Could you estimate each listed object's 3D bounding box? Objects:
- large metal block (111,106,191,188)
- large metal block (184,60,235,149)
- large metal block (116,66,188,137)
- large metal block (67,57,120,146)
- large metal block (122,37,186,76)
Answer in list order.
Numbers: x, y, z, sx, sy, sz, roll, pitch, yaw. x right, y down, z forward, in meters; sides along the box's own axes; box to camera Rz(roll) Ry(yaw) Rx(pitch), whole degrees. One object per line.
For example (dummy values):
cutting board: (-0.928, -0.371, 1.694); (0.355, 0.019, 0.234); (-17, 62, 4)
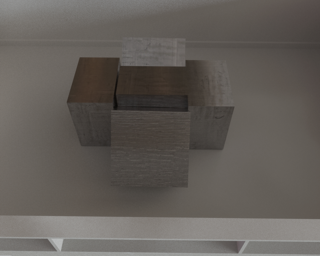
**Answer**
large metal block: (-0.010, 0.019, 0.343); (0.081, 0.079, 0.050); (1, 8, -1)
large metal block: (0.057, -0.029, 0.392); (0.050, 0.080, 0.080); (1, 50, 1)
large metal block: (-0.009, -0.031, 0.394); (0.080, 0.080, 0.050); (1, 50, 0)
large metal block: (-0.076, -0.033, 0.395); (0.050, 0.080, 0.080); (1, 50, 0)
large metal block: (-0.007, -0.089, 0.435); (0.080, 0.080, 0.050); (1, 88, 1)
